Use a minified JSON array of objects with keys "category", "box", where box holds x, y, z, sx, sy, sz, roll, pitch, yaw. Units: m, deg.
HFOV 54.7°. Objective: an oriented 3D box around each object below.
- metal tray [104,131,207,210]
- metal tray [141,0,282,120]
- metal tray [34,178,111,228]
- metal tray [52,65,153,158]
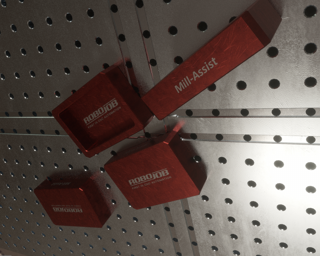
[{"category":"metal tray","box":[-0.010,0.066,0.453,0.130,0.030,0.090,-24,106,36]},{"category":"metal tray","box":[0.048,-0.066,0.301,0.130,0.090,0.030,-34,99,38]},{"category":"metal tray","box":[-0.165,0.141,0.579,0.130,0.030,0.090,-8,115,31]},{"category":"metal tray","box":[-0.085,-0.018,0.439,0.130,0.030,0.090,-28,104,37]}]
